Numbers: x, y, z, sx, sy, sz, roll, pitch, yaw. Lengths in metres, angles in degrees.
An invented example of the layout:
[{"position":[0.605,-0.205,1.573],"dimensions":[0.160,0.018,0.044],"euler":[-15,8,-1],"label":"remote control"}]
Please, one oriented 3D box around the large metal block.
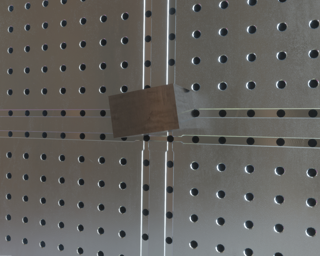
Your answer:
[{"position":[-0.006,-0.019,0.386],"dimensions":[0.080,0.080,0.050],"euler":[-9,87,20],"label":"large metal block"}]
